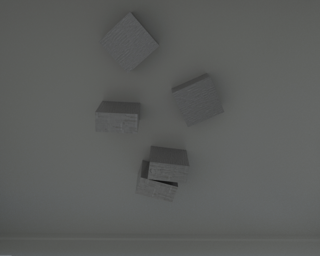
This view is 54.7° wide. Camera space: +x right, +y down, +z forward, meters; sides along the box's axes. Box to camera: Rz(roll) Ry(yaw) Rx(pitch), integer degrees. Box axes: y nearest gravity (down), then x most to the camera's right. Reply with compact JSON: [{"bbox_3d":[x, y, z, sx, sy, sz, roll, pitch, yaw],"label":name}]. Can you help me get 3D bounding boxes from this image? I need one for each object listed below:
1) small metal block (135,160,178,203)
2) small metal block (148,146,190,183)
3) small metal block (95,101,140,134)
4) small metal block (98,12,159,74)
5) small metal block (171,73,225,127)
[{"bbox_3d":[-0.004,0.072,0.425,0.050,0.050,0.025,16,109,-6],"label":"small metal block"},{"bbox_3d":[0.011,0.048,0.416,0.050,0.050,0.025,7,110,-3],"label":"small metal block"},{"bbox_3d":[-0.052,-0.015,0.392,0.050,0.050,0.025,3,110,-2],"label":"small metal block"},{"bbox_3d":[-0.036,-0.103,0.373,0.050,0.025,0.050,-39,106,13],"label":"small metal block"},{"bbox_3d":[0.048,-0.036,0.399,0.050,0.025,0.050,-23,109,8],"label":"small metal block"}]
